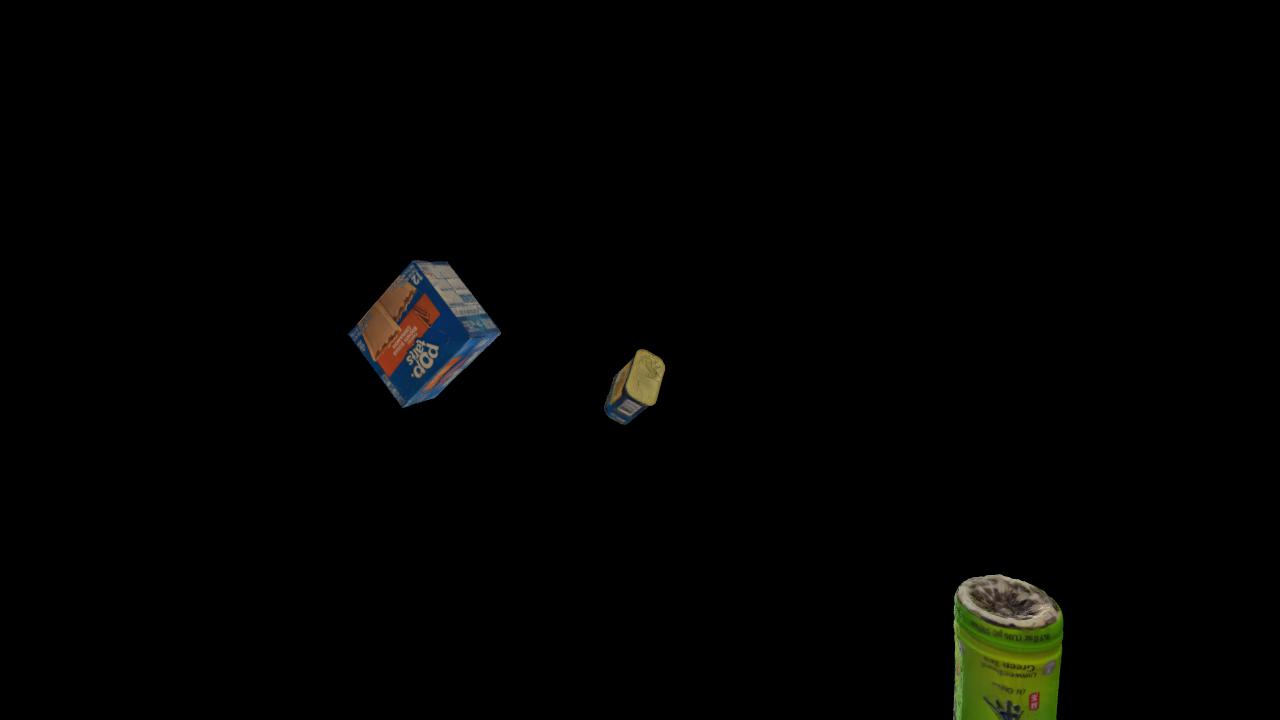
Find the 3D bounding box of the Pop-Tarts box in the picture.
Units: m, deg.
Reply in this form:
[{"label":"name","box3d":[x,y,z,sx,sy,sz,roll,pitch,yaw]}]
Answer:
[{"label":"Pop-Tarts box","box3d":[-0.315,-0.039,0.900,0.167,0.141,0.083,-40,-5,22]}]

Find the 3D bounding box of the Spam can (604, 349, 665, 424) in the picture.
[{"label":"Spam can","box3d":[-0.011,0.046,1.014,0.058,0.101,0.085,31,-41,-15]}]

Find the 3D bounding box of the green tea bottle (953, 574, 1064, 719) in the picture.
[{"label":"green tea bottle","box3d":[0.275,0.274,0.464,0.073,0.212,0.073,-6,10,1]}]
